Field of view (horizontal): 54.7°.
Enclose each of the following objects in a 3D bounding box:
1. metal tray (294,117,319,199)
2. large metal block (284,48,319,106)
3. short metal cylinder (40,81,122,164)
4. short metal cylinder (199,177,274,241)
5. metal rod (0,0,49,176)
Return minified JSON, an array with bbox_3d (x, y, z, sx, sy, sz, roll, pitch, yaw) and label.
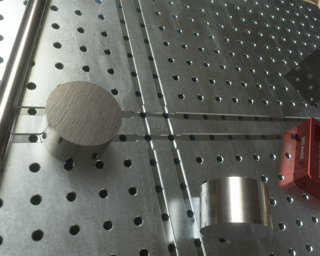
[{"bbox_3d":[0.274,0.055,0.518,0.090,0.030,0.130,31,52,-8],"label":"metal tray"},{"bbox_3d":[0.310,-0.103,0.622,0.081,0.050,0.080,-34,81,-38],"label":"large metal block"},{"bbox_3d":[-0.089,-0.006,0.347,0.081,0.050,0.080,14,56,-21],"label":"short metal cylinder"},{"bbox_3d":[0.087,0.096,0.361,0.081,0.080,0.050,16,55,-19],"label":"short metal cylinder"},{"bbox_3d":[-0.166,-0.077,0.365,0.025,0.025,0.299,13,56,-21],"label":"metal rod"}]
